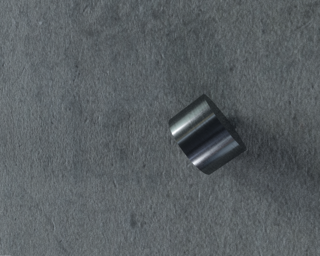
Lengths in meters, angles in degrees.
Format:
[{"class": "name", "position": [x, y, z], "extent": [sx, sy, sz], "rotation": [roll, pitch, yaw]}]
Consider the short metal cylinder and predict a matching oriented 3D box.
[{"class": "short metal cylinder", "position": [0.055, 0.007, 0.360], "extent": [0.050, 0.080, 0.080], "rotation": [-38, 78, 16]}]
